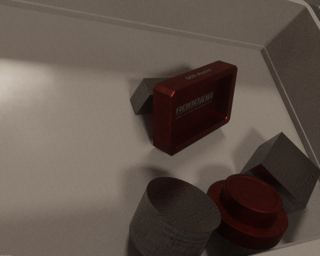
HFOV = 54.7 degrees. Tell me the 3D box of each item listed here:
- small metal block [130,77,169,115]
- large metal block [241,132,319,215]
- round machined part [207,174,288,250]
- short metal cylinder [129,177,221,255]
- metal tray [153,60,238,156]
[{"bbox_3d":[-0.006,-0.042,0.414,0.050,0.050,0.025,-7,66,-32],"label":"small metal block"},{"bbox_3d":[0.172,0.066,0.445,0.080,0.050,0.080,46,51,3],"label":"large metal block"},{"bbox_3d":[0.104,0.091,0.369,0.099,0.042,0.098,12,27,-6],"label":"round machined part"},{"bbox_3d":[0.015,0.095,0.318,0.080,0.050,0.080,21,21,-8],"label":"short metal cylinder"},{"bbox_3d":[0.048,-0.029,0.409,0.131,0.089,0.030,-27,41,-37],"label":"metal tray"}]
